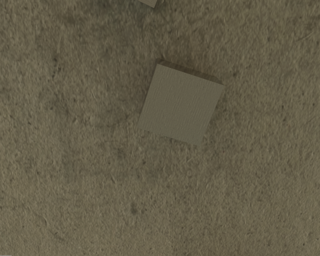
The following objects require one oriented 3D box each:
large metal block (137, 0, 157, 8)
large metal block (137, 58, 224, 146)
[{"bbox_3d":[-0.027,-0.183,0.329,0.080,0.050,0.079,22,108,-9],"label":"large metal block"},{"bbox_3d":[0.023,-0.033,0.385,0.080,0.050,0.079,17,109,-7],"label":"large metal block"}]
